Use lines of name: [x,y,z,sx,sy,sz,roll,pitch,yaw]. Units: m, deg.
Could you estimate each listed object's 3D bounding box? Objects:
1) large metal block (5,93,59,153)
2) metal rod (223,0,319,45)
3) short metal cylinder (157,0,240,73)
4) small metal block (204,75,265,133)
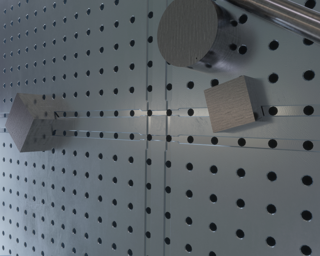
large metal block: [-0.249,-0.010,0.598,0.080,0.050,0.080,47,118,30]
metal rod: [0.118,-0.119,0.312,0.300,0.025,0.025,41,115,32]
short metal cylinder: [0.044,-0.107,0.357,0.080,0.050,0.079,0,90,40]
small metal block: [0.081,-0.025,0.342,0.050,0.025,0.050,-18,79,38]
